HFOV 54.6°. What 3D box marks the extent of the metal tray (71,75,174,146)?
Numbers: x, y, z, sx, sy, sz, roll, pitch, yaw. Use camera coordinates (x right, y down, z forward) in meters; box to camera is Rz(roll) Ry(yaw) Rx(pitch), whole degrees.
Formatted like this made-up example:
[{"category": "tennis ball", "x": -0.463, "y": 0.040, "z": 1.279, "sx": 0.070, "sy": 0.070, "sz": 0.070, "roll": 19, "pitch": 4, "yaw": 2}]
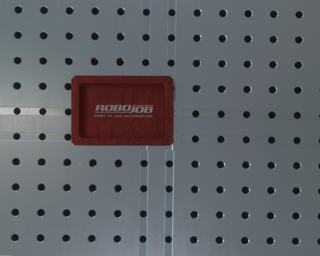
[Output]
[{"category": "metal tray", "x": -0.048, "y": -0.022, "z": 0.410, "sx": 0.131, "sy": 0.030, "sz": 0.090, "roll": 0, "pitch": 90, "yaw": 0}]
